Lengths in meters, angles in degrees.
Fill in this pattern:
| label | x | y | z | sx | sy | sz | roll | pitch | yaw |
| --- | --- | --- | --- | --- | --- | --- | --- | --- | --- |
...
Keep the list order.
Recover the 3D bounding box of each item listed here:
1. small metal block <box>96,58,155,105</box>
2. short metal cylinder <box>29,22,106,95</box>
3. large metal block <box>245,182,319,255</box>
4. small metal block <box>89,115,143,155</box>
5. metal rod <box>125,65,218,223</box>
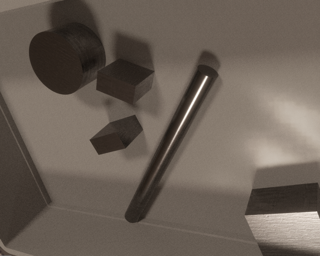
| label | x | y | z | sx | sy | sz | roll | pitch | yaw |
| --- | --- | --- | --- | --- | --- | --- | --- | --- | --- |
| small metal block | -0.041 | -0.058 | 0.377 | 0.050 | 0.050 | 0.025 | 23 | 127 | 14 |
| short metal cylinder | -0.118 | -0.089 | 0.397 | 0.080 | 0.050 | 0.079 | 13 | 124 | 20 |
| large metal block | 0.161 | 0.119 | 0.381 | 0.080 | 0.050 | 0.080 | -15 | 111 | 33 |
| small metal block | -0.059 | 0.009 | 0.428 | 0.050 | 0.050 | 0.025 | -15 | 111 | 34 |
| metal rod | 0.003 | 0.043 | 0.432 | 0.025 | 0.025 | 0.298 | 31 | 128 | 7 |
